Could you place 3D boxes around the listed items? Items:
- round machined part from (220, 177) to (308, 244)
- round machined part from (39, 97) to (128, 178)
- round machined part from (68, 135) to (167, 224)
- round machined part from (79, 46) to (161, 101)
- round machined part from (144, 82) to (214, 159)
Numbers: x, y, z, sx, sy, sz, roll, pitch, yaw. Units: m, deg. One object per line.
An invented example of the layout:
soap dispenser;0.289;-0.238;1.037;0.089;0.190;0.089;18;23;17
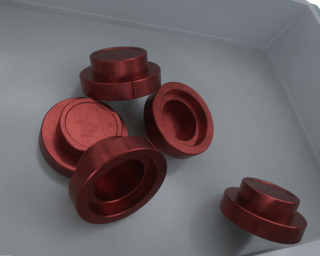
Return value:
round machined part;0.125;0.092;0.370;0.099;0.098;0.042;13;100;-21
round machined part;-0.081;0.006;0.347;0.099;0.042;0.098;14;56;-21
round machined part;-0.045;0.047;0.313;0.099;0.097;0.042;-12;42;-33
round machined part;-0.048;-0.071;0.378;0.099;0.042;0.098;-2;28;1
round machined part;0.019;-0.007;0.400;0.099;0.042;0.098;17;61;-32
